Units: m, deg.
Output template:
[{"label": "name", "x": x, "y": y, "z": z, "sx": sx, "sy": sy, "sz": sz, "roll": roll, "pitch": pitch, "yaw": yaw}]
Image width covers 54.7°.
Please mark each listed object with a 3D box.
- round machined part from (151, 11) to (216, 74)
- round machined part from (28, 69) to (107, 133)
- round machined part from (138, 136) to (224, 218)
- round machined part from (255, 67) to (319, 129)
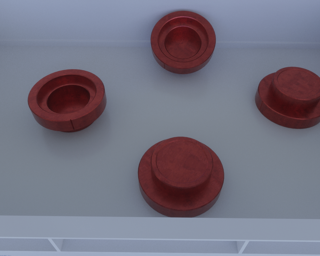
[{"label": "round machined part", "x": 0.036, "y": -0.129, "z": 0.487, "sx": 0.099, "sy": 0.042, "sz": 0.098, "roll": 0, "pitch": 77, "yaw": 2}, {"label": "round machined part", "x": -0.122, "y": -0.032, "z": 0.420, "sx": 0.099, "sy": 0.042, "sz": 0.098, "roll": 0, "pitch": 50, "yaw": 0}, {"label": "round machined part", "x": 0.024, "y": 0.048, "z": 0.353, "sx": 0.099, "sy": 0.042, "sz": 0.098, "roll": 0, "pitch": 50, "yaw": 0}, {"label": "round machined part", "x": 0.189, "y": -0.049, "z": 0.436, "sx": 0.099, "sy": 0.042, "sz": 0.098, "roll": 0, "pitch": 50, "yaw": 0}]
